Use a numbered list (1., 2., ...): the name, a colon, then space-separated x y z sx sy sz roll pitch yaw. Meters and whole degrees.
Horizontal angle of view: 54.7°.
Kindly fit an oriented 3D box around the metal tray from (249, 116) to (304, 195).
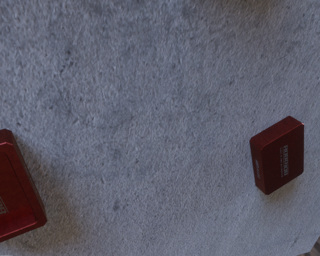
1. metal tray: 0.212 0.052 0.555 0.090 0.030 0.129 -29 129 -11

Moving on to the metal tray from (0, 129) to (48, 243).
1. metal tray: -0.191 0.073 0.344 0.091 0.030 0.129 -19 126 -18
